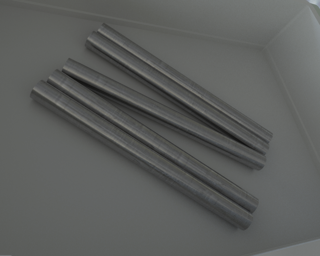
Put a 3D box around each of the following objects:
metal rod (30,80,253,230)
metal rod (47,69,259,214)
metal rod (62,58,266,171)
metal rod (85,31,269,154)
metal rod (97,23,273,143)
[{"bbox_3d":[-0.016,0.036,0.373,0.301,0.025,0.025,33,51,-7],"label":"metal rod"},{"bbox_3d":[-0.004,0.021,0.389,0.301,0.025,0.025,33,51,-7],"label":"metal rod"},{"bbox_3d":[0.014,-0.013,0.419,0.301,0.025,0.025,26,53,-12],"label":"metal rod"},{"bbox_3d":[0.030,-0.045,0.447,0.301,0.025,0.025,32,52,-8],"label":"metal rod"},{"bbox_3d":[0.041,-0.061,0.463,0.301,0.025,0.025,32,52,-8],"label":"metal rod"}]
